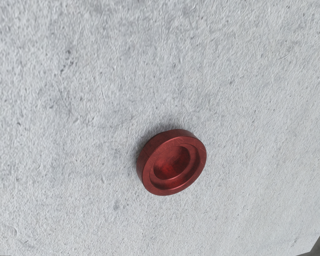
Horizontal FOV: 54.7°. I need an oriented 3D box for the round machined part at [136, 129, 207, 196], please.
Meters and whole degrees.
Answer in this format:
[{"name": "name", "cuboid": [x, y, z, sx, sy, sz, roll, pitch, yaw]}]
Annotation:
[{"name": "round machined part", "cuboid": [0.012, 0.043, 0.432, 0.099, 0.042, 0.097, -14, 125, -21]}]
